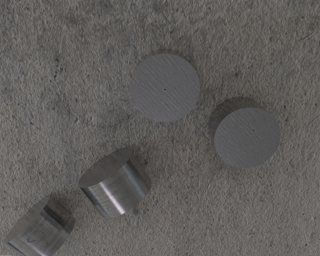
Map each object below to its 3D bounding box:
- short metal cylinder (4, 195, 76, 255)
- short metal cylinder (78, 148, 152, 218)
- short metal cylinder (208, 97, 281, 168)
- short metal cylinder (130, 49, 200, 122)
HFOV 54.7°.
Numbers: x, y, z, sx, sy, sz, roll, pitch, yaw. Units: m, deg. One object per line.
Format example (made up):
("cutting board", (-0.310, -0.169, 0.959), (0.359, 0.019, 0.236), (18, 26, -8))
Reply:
("short metal cylinder", (-0.165, 0.141, 0.431), (0.080, 0.080, 0.050), (-38, 106, 13))
("short metal cylinder", (-0.058, 0.070, 0.406), (0.080, 0.080, 0.050), (-28, 108, 10))
("short metal cylinder", (0.106, 0.005, 0.399), (0.081, 0.050, 0.079), (0, 110, 0))
("short metal cylinder", (0.006, -0.053, 0.377), (0.081, 0.050, 0.079), (0, 110, 0))
